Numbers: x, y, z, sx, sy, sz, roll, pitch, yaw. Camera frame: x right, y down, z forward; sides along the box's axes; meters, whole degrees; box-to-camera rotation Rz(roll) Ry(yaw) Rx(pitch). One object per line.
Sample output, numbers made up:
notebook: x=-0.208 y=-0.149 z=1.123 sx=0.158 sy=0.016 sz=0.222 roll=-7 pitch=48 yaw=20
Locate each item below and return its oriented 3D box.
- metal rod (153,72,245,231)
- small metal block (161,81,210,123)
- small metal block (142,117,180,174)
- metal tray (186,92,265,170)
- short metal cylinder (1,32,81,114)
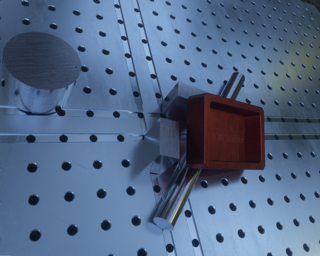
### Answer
metal rod: x=0.069 y=0.011 z=0.440 sx=0.025 sy=0.025 sz=0.301 roll=37 pitch=51 yaw=-4
small metal block: x=0.036 y=-0.033 z=0.434 sx=0.050 sy=0.050 sz=0.025 roll=18 pitch=55 yaw=-18
small metal block: x=0.001 y=0.023 z=0.380 sx=0.025 sy=0.050 sz=0.050 roll=14 pitch=56 yaw=-21
metal tray: x=0.091 y=0.010 z=0.410 sx=0.131 sy=0.030 sz=0.090 roll=8 pitch=80 yaw=-41
short metal cylinder: x=-0.137 y=-0.063 z=0.357 sx=0.081 sy=0.050 sz=0.080 roll=14 pitch=56 yaw=-21
